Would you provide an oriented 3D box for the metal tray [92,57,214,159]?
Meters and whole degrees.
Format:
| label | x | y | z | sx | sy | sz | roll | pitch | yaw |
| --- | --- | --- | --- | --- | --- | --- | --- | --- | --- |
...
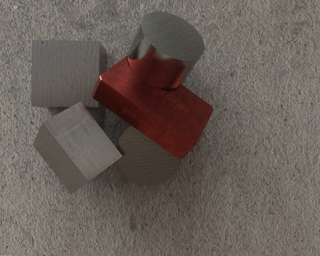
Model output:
| label | x | y | z | sx | sy | sz | roll | pitch | yaw |
| --- | --- | --- | --- | --- | --- | --- | --- | --- | --- |
| metal tray | -0.005 | -0.032 | 0.380 | 0.130 | 0.090 | 0.030 | 36 | 130 | 0 |

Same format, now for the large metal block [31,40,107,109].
| label | x | y | z | sx | sy | sz | roll | pitch | yaw |
| --- | --- | --- | --- | --- | --- | --- | --- | --- | --- |
| large metal block | -0.113 | -0.065 | 0.396 | 0.081 | 0.050 | 0.080 | 1 | 90 | 0 |

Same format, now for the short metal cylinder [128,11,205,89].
| label | x | y | z | sx | sy | sz | roll | pitch | yaw |
| --- | --- | --- | --- | --- | --- | --- | --- | --- | --- |
| short metal cylinder | 0.007 | -0.095 | 0.379 | 0.081 | 0.050 | 0.080 | 14 | 53 | -18 |

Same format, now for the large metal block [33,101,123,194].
| label | x | y | z | sx | sy | sz | roll | pitch | yaw |
| --- | --- | --- | --- | --- | --- | --- | --- | --- | --- |
| large metal block | -0.103 | 0.027 | 0.376 | 0.050 | 0.080 | 0.080 | -38 | 91 | -36 |

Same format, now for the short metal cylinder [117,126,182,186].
| label | x | y | z | sx | sy | sz | roll | pitch | yaw |
| --- | --- | --- | --- | --- | --- | --- | --- | --- | --- |
| short metal cylinder | -0.013 | 0.030 | 0.399 | 0.081 | 0.050 | 0.080 | 0 | 90 | 0 |
